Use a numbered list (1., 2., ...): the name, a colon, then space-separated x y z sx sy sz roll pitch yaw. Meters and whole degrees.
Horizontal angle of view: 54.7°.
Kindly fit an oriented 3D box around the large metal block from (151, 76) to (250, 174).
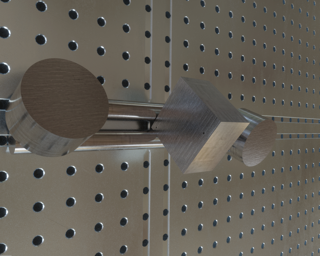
1. large metal block: 0.044 -0.003 0.372 0.050 0.080 0.079 1 132 -40

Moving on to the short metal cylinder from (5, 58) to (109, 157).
1. short metal cylinder: -0.096 -0.018 0.293 0.080 0.050 0.080 20 56 -31

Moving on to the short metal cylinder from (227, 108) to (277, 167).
1. short metal cylinder: 0.139 0.014 0.492 0.081 0.050 0.079 -19 123 -31

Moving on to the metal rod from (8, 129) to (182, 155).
1. metal rod: -0.024 0.014 0.389 0.302 0.025 0.025 1 90 -40

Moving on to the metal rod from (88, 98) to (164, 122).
1. metal rod: 0.034 -0.020 0.437 0.302 0.025 0.025 1 90 -40
